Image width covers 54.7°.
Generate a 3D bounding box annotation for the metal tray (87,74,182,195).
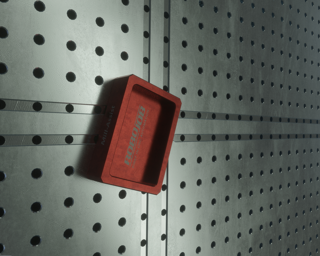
[{"bbox_3d":[-0.027,0.010,0.384,0.090,0.030,0.129,23,76,-38],"label":"metal tray"}]
